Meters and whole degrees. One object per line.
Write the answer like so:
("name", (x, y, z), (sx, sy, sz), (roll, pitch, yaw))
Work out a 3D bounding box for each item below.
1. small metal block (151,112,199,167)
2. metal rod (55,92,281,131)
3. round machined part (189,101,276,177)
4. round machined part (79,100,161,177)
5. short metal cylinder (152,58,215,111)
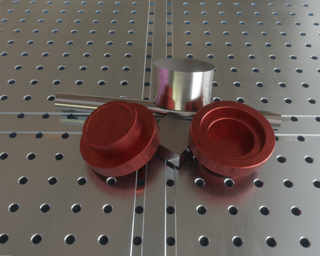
("small metal block", (0.018, 0.013, 0.391), (0.050, 0.025, 0.050), (29, 56, 22))
("metal rod", (0.008, -0.023, 0.422), (0.302, 0.025, 0.025), (6, 50, 4))
("round machined part", (0.084, 0.017, 0.375), (0.099, 0.042, 0.098), (2, 52, -2))
("round machined part", (-0.052, 0.005, 0.370), (0.098, 0.042, 0.098), (-11, 49, 14))
("short metal cylinder", (0.031, -0.061, 0.419), (0.081, 0.050, 0.080), (3, 25, -1))
